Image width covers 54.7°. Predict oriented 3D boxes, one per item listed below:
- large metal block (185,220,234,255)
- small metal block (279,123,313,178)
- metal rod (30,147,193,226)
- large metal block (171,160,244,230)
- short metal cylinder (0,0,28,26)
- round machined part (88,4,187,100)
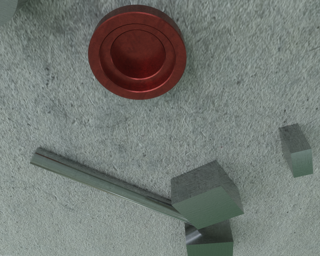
[{"bbox_3d":[0.090,0.211,0.572,0.080,0.050,0.080,-6,130,4],"label":"large metal block"},{"bbox_3d":[0.184,0.030,0.420,0.025,0.050,0.050,-16,129,12],"label":"small metal block"},{"bbox_3d":[-0.053,0.101,0.492,0.301,0.025,0.025,27,125,-22],"label":"metal rod"},{"bbox_3d":[0.073,0.106,0.482,0.080,0.050,0.080,-27,126,20],"label":"large metal block"},{"bbox_3d":[-0.159,-0.135,0.273,0.081,0.050,0.079,0,130,0],"label":"short metal cylinder"},{"bbox_3d":[-0.022,-0.081,0.327,0.099,0.042,0.097,-1,130,0],"label":"round machined part"}]
